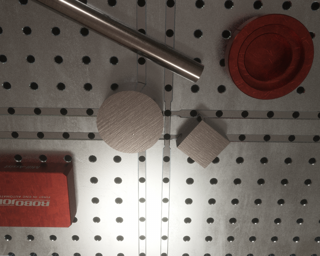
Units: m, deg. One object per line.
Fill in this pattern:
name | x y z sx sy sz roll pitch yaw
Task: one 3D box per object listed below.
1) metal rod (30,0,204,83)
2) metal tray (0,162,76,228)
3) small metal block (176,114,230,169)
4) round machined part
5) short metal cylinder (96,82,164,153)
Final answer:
metal rod | -0.086 -0.130 0.364 0.301 0.025 0.025 25 108 -10
metal tray | -0.192 0.096 0.443 0.131 0.030 0.089 1 110 -1
small metal block | 0.058 0.018 0.421 0.050 0.025 0.050 37 106 -13
round machined part | 0.127 -0.087 0.374 0.099 0.042 0.097 0 110 -1
short metal cylinder | -0.036 -0.014 0.394 0.081 0.050 0.079 0 110 -1
